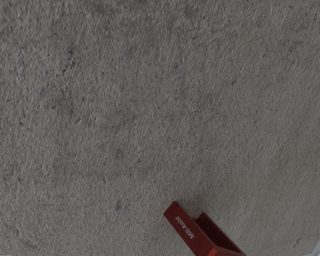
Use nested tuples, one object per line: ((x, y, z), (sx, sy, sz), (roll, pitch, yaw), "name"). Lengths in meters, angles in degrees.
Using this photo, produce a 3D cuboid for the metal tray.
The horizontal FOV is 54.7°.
((0.068, 0.170, 0.500), (0.090, 0.130, 0.030), (31, 96, -37), "metal tray")
